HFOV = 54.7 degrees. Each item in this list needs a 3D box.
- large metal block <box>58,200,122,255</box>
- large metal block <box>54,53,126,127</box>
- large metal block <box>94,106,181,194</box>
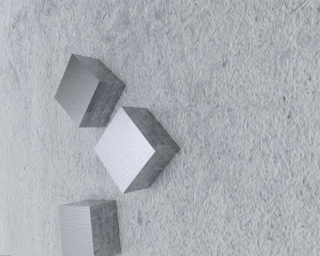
[{"bbox_3d":[-0.110,0.156,0.479,0.080,0.050,0.080,-11,83,39],"label":"large metal block"},{"bbox_3d":[-0.110,-0.057,0.479,0.080,0.050,0.080,44,117,31],"label":"large metal block"},{"bbox_3d":[-0.033,0.028,0.416,0.080,0.050,0.080,51,120,27],"label":"large metal block"}]
